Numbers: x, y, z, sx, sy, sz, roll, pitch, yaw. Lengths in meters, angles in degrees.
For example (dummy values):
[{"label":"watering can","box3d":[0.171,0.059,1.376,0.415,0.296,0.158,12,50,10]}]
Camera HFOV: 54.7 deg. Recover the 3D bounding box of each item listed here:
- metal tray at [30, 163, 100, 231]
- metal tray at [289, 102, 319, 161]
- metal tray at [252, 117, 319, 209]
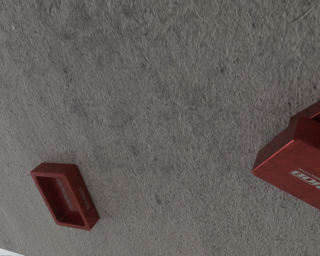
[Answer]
[{"label":"metal tray","box3d":[-0.174,0.127,0.574,0.090,0.030,0.129,-2,118,29]},{"label":"metal tray","box3d":[0.204,-0.001,0.295,0.090,0.030,0.129,47,129,-6]},{"label":"metal tray","box3d":[0.174,0.049,0.314,0.130,0.030,0.090,28,149,2]}]
